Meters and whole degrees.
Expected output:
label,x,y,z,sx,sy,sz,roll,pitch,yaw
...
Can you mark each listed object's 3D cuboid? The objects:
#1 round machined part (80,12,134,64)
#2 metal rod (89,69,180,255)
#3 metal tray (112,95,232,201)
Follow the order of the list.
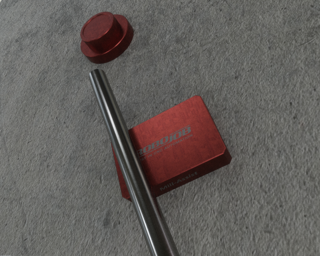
label,x,y,z,sx,sy,sz,roll,pitch,yaw
round machined part,-0.100,-0.164,0.544,0.098,0.042,0.098,-13,56,20
metal rod,-0.040,0.028,0.366,0.025,0.025,0.300,-32,52,7
metal tray,0.009,0.027,0.379,0.130,0.030,0.090,-27,53,11
